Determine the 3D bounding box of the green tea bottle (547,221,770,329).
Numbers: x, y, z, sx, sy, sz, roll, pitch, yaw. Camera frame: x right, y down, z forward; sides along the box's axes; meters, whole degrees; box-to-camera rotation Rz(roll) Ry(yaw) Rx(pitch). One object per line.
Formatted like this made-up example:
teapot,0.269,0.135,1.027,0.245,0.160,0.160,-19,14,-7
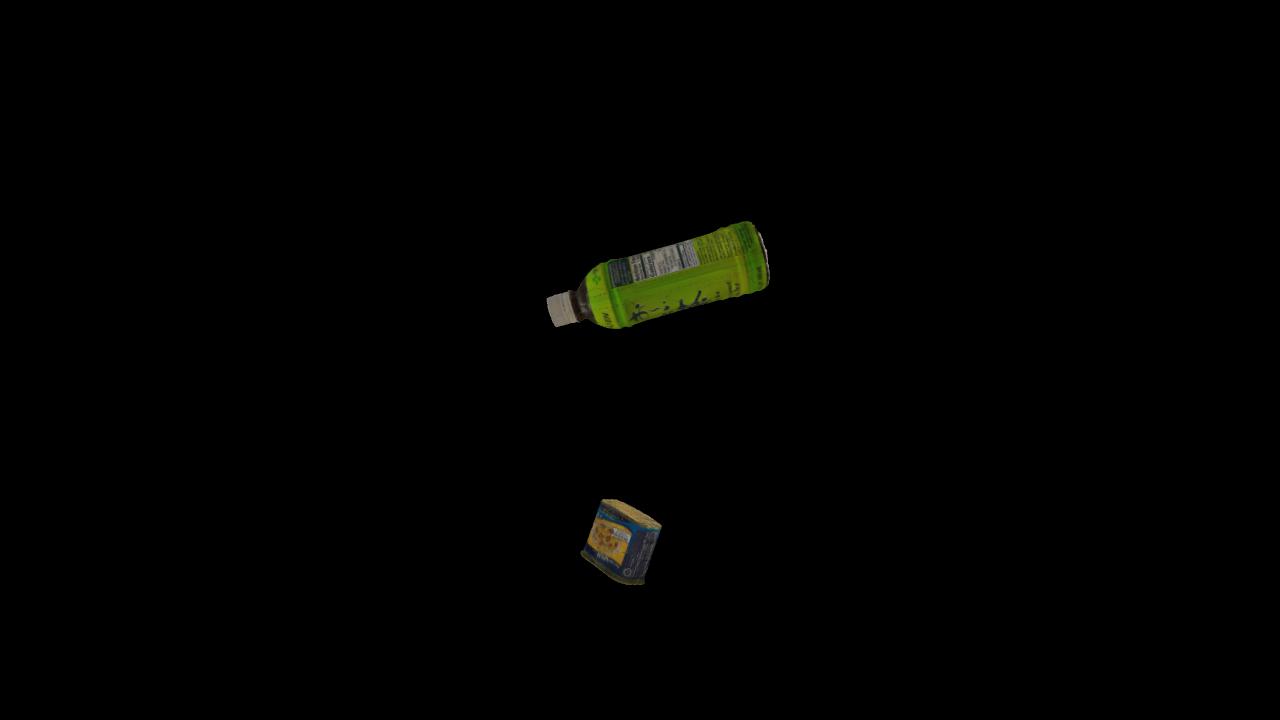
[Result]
green tea bottle,0.014,-0.075,0.596,0.212,0.073,0.073,-13,-1,3

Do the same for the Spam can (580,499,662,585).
Spam can,-0.026,0.252,0.863,0.101,0.085,0.058,18,-1,45
